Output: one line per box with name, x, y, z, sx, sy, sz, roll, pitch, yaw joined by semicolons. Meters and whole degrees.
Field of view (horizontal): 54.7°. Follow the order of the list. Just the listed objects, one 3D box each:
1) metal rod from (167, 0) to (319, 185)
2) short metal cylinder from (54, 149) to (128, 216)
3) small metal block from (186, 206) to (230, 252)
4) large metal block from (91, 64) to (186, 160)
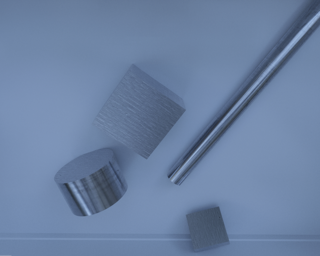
metal rod;0.109;-0.040;0.397;0.025;0.025;0.299;35;106;-12
short metal cylinder;-0.089;0.069;0.406;0.080;0.080;0.050;-19;109;6
small metal block;0.069;0.148;0.451;0.050;0.050;0.025;-16;148;5
large metal block;-0.026;-0.021;0.390;0.080;0.050;0.080;34;106;-12
